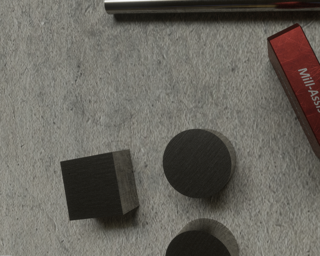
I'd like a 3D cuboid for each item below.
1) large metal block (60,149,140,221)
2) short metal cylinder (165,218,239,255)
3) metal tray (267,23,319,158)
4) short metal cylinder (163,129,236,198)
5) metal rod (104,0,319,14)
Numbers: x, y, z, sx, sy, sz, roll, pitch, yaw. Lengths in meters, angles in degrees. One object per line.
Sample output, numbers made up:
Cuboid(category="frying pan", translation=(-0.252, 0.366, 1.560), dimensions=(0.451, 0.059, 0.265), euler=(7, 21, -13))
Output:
Cuboid(category="large metal block", translation=(-0.082, 0.077, 0.424), dimensions=(0.080, 0.050, 0.080), euler=(-12, 86, 19))
Cuboid(category="short metal cylinder", translation=(0.052, 0.157, 0.377), dimensions=(0.080, 0.050, 0.080), euler=(0, 90, 20))
Cuboid(category="metal tray", translation=(0.153, -0.033, 0.320), dimensions=(0.030, 0.090, 0.129), euler=(-25, 82, 18))
Cuboid(category="short metal cylinder", translation=(0.050, 0.041, 0.378), dimensions=(0.080, 0.050, 0.080), euler=(0, 90, 20))
Cuboid(category="metal rod", translation=(0.070, -0.156, 0.384), dimensions=(0.301, 0.025, 0.025), euler=(7, 92, 19))
